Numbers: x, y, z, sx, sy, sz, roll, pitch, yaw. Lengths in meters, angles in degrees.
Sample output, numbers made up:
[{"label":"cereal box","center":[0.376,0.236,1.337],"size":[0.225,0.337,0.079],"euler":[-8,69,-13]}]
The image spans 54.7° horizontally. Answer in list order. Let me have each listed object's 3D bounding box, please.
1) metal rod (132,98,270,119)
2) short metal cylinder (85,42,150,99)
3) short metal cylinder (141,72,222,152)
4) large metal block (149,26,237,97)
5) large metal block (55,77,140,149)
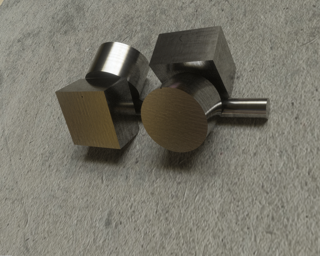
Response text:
[{"label":"metal rod","center":[-0.007,-0.028,0.428],"size":[0.300,0.025,0.025],"euler":[3,63,29]},{"label":"short metal cylinder","center":[-0.061,-0.078,0.449],"size":[0.080,0.080,0.050],"euler":[4,64,30]},{"label":"short metal cylinder","center":[0.025,-0.019,0.360],"size":[0.080,0.080,0.050],"euler":[2,28,29]},{"label":"large metal block","center":[0.045,-0.077,0.393],"size":[0.080,0.080,0.050],"euler":[2,63,29]},{"label":"large metal block","center":[-0.082,-0.021,0.418],"size":[0.080,0.080,0.050],"euler":[3,29,29]}]
